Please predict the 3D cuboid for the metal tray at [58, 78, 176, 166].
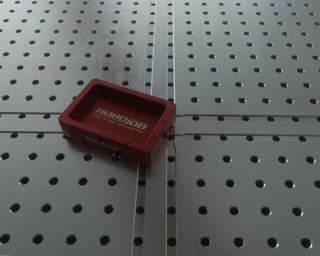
[{"bbox_3d":[-0.054,-0.012,0.414,0.130,0.030,0.090,19,52,15],"label":"metal tray"}]
